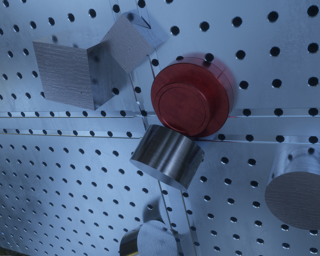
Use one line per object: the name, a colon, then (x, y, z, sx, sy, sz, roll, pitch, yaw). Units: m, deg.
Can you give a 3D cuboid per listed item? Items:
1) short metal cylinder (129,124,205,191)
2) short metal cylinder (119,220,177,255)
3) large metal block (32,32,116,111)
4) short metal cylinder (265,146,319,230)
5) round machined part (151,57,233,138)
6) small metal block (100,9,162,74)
short metal cylinder: (0.009, 0.038, 0.389, 0.080, 0.050, 0.080, 27, 164, 8)
short metal cylinder: (-0.019, 0.199, 0.509, 0.080, 0.080, 0.050, 48, 129, -6)
large metal block: (-0.109, -0.076, 0.406, 0.080, 0.050, 0.079, 13, 124, 21)
short metal cylinder: (0.164, 0.067, 0.350, 0.080, 0.050, 0.079, 13, 124, 20)
round machined part: (0.033, -0.029, 0.365, 0.098, 0.042, 0.097, 13, 124, 21)
small metal block: (-0.035, -0.102, 0.367, 0.050, 0.025, 0.050, 48, 129, -6)
